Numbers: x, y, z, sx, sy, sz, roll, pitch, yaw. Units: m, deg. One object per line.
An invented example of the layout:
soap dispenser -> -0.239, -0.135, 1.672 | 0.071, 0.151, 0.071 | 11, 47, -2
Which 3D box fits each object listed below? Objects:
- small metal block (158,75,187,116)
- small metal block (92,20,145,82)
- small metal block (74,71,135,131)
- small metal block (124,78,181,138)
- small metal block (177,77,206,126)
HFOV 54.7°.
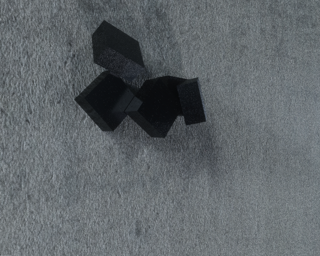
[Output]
small metal block -> 0.021, -0.042, 0.426 | 0.050, 0.025, 0.050 | 2, 89, -40
small metal block -> -0.048, -0.087, 0.352 | 0.050, 0.025, 0.050 | 24, 38, -38
small metal block -> -0.060, -0.031, 0.357 | 0.050, 0.025, 0.050 | -52, 121, -27
small metal block -> -0.006, -0.023, 0.369 | 0.050, 0.025, 0.050 | 45, 63, -31
small metal block -> 0.041, -0.035, 0.394 | 0.050, 0.025, 0.050 | -60, 137, -73
